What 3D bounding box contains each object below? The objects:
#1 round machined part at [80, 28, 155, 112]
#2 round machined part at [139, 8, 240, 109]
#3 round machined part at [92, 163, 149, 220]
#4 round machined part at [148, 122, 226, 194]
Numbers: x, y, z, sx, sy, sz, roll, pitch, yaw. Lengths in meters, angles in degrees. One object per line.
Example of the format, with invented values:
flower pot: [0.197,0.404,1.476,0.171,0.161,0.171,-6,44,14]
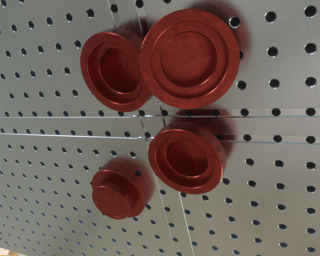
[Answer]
round machined part: [-0.044,-0.072,0.375,0.098,0.042,0.097,15,126,23]
round machined part: [0.029,-0.072,0.323,0.099,0.042,0.097,0,110,0]
round machined part: [-0.070,0.109,0.503,0.098,0.042,0.097,13,124,20]
round machined part: [0.038,0.034,0.401,0.098,0.042,0.097,13,124,20]
